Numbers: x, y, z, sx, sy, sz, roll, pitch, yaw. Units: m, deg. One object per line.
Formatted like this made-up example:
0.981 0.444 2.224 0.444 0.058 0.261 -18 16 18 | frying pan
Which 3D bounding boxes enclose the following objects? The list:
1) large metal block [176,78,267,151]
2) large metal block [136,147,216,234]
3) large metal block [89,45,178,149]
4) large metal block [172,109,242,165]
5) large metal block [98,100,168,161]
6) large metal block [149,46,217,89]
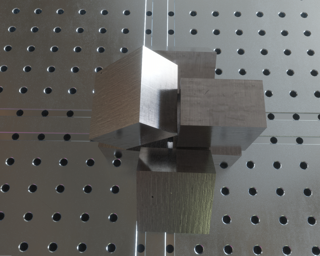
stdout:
0.060 -0.011 0.334 0.080 0.080 0.050 2 70 0 | large metal block
0.016 0.070 0.351 0.080 0.050 0.079 2 115 1 | large metal block
-0.028 -0.028 0.331 0.080 0.050 0.080 -17 63 42 | large metal block
0.057 0.001 0.398 0.080 0.050 0.080 3 70 1 | large metal block
-0.028 -0.002 0.400 0.080 0.050 0.080 7 70 2 | large metal block
0.026 -0.078 0.403 0.080 0.080 0.050 2 108 1 | large metal block
